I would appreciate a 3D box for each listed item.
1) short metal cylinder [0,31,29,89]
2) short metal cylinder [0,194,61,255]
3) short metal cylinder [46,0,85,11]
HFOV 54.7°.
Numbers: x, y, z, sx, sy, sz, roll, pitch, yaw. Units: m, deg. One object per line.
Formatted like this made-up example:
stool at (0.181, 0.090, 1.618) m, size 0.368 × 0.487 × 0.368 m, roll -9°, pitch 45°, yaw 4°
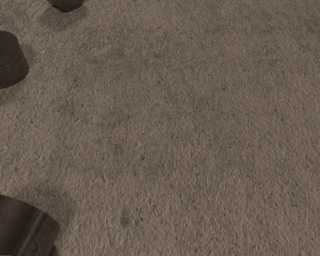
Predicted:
short metal cylinder at (-0.250, -0.104, 0.471) m, size 0.081 × 0.050 × 0.080 m, roll 0°, pitch 50°, yaw 0°
short metal cylinder at (-0.140, 0.102, 0.280) m, size 0.080 × 0.080 × 0.050 m, roll 11°, pitch 51°, yaw 9°
short metal cylinder at (-0.187, -0.274, 0.595) m, size 0.050 × 0.080 × 0.080 m, roll 35°, pitch 58°, yaw 25°
